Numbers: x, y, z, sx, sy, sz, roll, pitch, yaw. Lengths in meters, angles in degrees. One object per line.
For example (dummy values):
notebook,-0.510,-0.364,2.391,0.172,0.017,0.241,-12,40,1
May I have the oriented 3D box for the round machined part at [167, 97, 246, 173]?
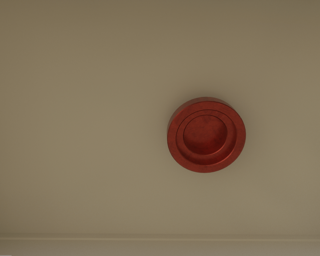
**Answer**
round machined part,0.058,0.006,0.405,0.099,0.042,0.097,0,110,-1
